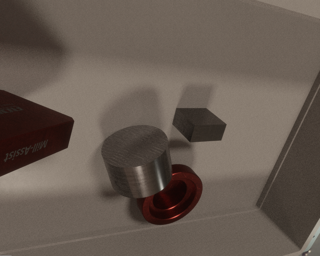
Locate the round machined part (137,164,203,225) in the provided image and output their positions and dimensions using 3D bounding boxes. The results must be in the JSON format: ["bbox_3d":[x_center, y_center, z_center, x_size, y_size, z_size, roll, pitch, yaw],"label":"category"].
[{"bbox_3d":[0.011,0.094,0.463,0.099,0.042,0.097,-14,125,-21],"label":"round machined part"}]

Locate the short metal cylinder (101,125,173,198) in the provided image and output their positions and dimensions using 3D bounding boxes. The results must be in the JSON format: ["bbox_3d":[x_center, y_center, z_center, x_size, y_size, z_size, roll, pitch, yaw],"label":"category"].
[{"bbox_3d":[-0.027,0.040,0.384,0.081,0.080,0.050,-21,127,-16],"label":"short metal cylinder"}]

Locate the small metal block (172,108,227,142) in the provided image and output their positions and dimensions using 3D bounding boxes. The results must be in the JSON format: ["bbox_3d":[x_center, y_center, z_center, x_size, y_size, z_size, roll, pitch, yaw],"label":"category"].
[{"bbox_3d":[0.053,-0.005,0.420,0.050,0.050,0.025,-2,119,-28],"label":"small metal block"}]

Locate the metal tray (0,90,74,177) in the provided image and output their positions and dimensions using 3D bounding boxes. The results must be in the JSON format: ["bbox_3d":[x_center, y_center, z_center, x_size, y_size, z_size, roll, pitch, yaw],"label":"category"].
[{"bbox_3d":[-0.142,0.001,0.246,0.130,0.090,0.030,-33,143,-71],"label":"metal tray"}]
